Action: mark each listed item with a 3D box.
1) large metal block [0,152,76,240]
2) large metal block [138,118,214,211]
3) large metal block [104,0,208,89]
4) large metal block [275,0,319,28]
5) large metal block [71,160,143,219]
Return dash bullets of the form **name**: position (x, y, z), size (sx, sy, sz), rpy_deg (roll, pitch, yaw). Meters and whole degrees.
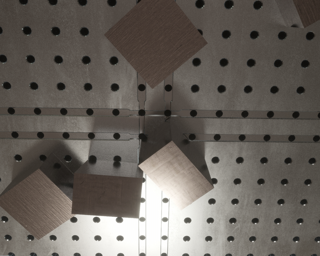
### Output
- **large metal block**: position (-0.161, 0.095, 0.433), size (0.080, 0.050, 0.080), rpy_deg (-35, 107, 12)
- **large metal block**: position (0.019, 0.044, 0.401), size (0.050, 0.080, 0.080), rpy_deg (-38, 106, 12)
- **large metal block**: position (-0.004, -0.106, 0.361), size (0.080, 0.050, 0.080), rpy_deg (-39, 106, 13)
- **large metal block**: position (0.171, -0.168, 0.341), size (0.080, 0.050, 0.080), rpy_deg (-29, 108, 10)
- **large metal block**: position (-0.064, 0.077, 0.406), size (0.081, 0.080, 0.050), rpy_deg (5, 95, -2)
